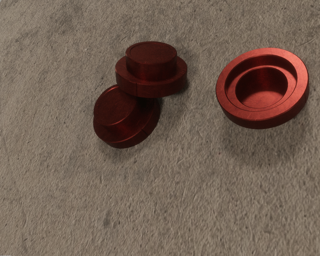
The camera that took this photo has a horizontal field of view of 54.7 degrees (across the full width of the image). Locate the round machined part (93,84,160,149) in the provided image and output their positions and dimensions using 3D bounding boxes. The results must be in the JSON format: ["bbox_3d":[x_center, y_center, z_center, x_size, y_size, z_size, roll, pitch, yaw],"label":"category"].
[{"bbox_3d":[-0.053,-0.024,0.434,0.098,0.042,0.098,-13,56,20],"label":"round machined part"}]

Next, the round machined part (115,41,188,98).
[{"bbox_3d":[-0.012,-0.085,0.422,0.099,0.042,0.098,1,39,0],"label":"round machined part"}]

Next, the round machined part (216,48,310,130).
[{"bbox_3d":[0.118,-0.041,0.356,0.098,0.042,0.098,-13,56,20],"label":"round machined part"}]
